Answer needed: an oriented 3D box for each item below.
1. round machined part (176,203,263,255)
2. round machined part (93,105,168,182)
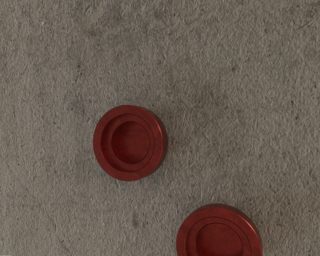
[{"bbox_3d":[0.073,0.140,0.374,0.098,0.042,0.097,0,90,20],"label":"round machined part"},{"bbox_3d":[-0.035,0.019,0.412,0.098,0.042,0.097,0,90,20],"label":"round machined part"}]
